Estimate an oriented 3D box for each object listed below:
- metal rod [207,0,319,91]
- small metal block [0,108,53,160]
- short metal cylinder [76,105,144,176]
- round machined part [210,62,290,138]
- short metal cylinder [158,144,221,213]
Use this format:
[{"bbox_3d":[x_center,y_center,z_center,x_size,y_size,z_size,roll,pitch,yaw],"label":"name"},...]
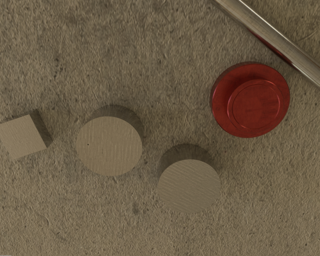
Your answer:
[{"bbox_3d":[0.106,-0.127,0.363,0.301,0.025,0.025,34,107,-12],"label":"metal rod"},{"bbox_3d":[-0.180,0.008,0.411,0.050,0.025,0.050,-18,109,6],"label":"small metal block"},{"bbox_3d":[-0.062,0.015,0.401,0.081,0.050,0.079,0,110,0],"label":"short metal cylinder"},{"bbox_3d":[0.115,-0.032,0.390,0.099,0.042,0.097,0,110,0],"label":"round machined part"},{"bbox_3d":[0.038,0.068,0.422,0.081,0.050,0.079,0,110,0],"label":"short metal cylinder"}]
